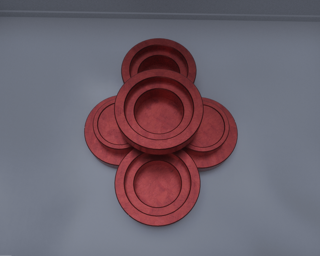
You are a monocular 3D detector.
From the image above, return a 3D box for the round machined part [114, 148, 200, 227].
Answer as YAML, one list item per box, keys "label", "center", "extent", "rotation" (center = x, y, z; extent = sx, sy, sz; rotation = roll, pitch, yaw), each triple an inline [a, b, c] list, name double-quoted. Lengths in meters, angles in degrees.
- label: "round machined part"
  center: [-0.003, 0.069, 0.373]
  extent: [0.099, 0.042, 0.098]
  rotation: [0, 70, -1]

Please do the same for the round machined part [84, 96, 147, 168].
- label: "round machined part"
  center: [-0.048, 0.001, 0.398]
  extent: [0.099, 0.042, 0.098]
  rotation: [0, 70, -1]

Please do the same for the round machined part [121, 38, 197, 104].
- label: "round machined part"
  center: [-0.001, -0.070, 0.424]
  extent: [0.099, 0.042, 0.098]
  rotation: [0, 70, -1]

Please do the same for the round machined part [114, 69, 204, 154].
- label: "round machined part"
  center: [-0.001, -0.016, 0.360]
  extent: [0.099, 0.042, 0.098]
  rotation: [0, 70, -1]

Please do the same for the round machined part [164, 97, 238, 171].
- label: "round machined part"
  center: [0.051, 0.004, 0.397]
  extent: [0.099, 0.042, 0.098]
  rotation: [0, 70, -1]
